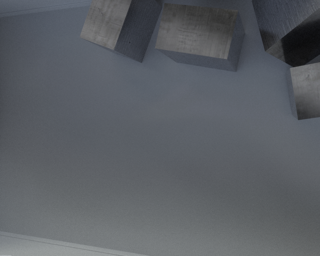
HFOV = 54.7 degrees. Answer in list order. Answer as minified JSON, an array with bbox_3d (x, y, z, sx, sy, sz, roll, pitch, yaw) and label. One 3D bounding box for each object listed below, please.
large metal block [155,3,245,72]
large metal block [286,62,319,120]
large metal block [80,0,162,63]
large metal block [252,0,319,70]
[{"bbox_3d":[0.050,-0.103,0.363,0.080,0.080,0.050,14,95,19],"label":"large metal block"},{"bbox_3d":[0.177,-0.042,0.316,0.080,0.080,0.050,-9,93,20],"label":"large metal block"},{"bbox_3d":[-0.047,-0.137,0.398,0.050,0.080,0.080,24,98,18],"label":"large metal block"},{"bbox_3d":[0.146,-0.121,0.311,0.080,0.050,0.080,-40,41,46],"label":"large metal block"}]
